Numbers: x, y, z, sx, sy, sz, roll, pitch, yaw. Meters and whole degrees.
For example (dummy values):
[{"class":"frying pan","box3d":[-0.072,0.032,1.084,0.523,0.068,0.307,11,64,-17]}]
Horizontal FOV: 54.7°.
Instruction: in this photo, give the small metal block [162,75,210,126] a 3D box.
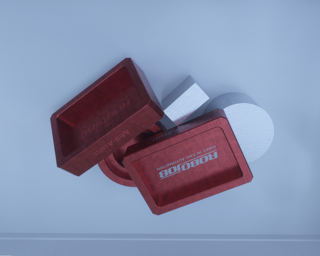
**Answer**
[{"class":"small metal block","box3d":[0.030,-0.035,0.383,0.050,0.050,0.025,-41,105,12]}]

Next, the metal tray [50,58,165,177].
[{"class":"metal tray","box3d":[-0.068,-0.014,0.367,0.130,0.090,0.030,-35,138,11]}]

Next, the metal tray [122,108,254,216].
[{"class":"metal tray","box3d":[0.033,0.043,0.372,0.130,0.030,0.090,-24,108,12]}]

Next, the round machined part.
[{"class":"round machined part","box3d":[-0.033,0.026,0.411,0.099,0.042,0.097,0,110,-1]}]

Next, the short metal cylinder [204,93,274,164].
[{"class":"short metal cylinder","box3d":[0.097,0.000,0.397,0.081,0.050,0.079,0,110,-1]}]
